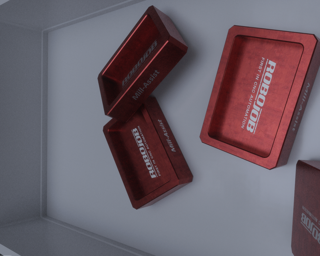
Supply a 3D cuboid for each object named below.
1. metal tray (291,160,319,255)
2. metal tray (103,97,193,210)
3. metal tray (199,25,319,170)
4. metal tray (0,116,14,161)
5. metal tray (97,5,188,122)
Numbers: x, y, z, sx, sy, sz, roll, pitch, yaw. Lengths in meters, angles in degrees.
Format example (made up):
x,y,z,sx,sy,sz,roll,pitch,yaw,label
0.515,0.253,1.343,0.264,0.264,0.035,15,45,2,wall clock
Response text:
x,y,z,sx,sy,sz,roll,pitch,yaw,label
0.133,0.077,0.231,0.030,0.130,0.089,3,92,9,metal tray
-0.021,0.032,0.421,0.090,0.030,0.130,-38,67,33,metal tray
0.100,-0.033,0.320,0.090,0.030,0.129,22,104,37,metal tray
-0.392,0.016,0.730,0.130,0.030,0.089,18,101,38,metal tray
-0.029,-0.082,0.401,0.129,0.030,0.090,-46,41,25,metal tray
